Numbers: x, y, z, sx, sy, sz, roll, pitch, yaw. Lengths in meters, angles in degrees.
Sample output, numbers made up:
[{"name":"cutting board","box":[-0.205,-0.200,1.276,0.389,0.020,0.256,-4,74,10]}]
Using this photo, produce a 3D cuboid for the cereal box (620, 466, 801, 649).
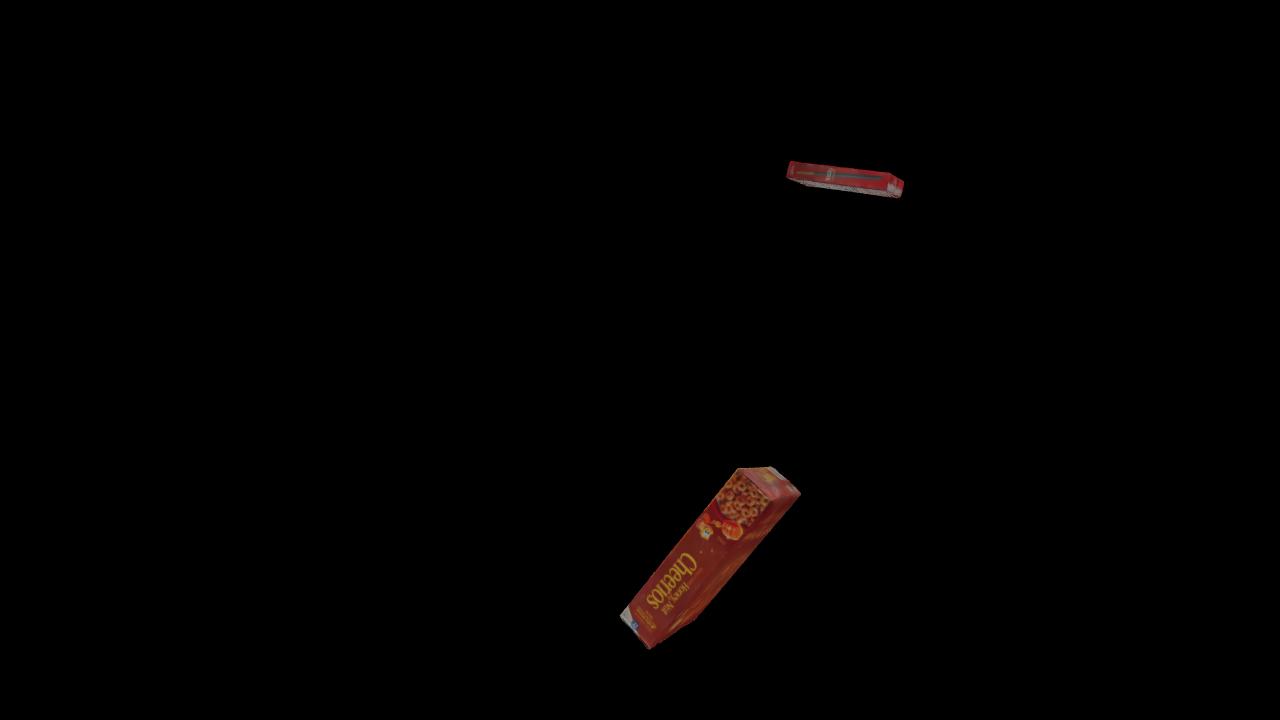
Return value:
[{"name":"cereal box","box":[0.119,0.310,0.996,0.081,0.306,0.203,42,12,26]}]

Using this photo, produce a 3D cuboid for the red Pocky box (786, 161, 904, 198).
[{"name":"red Pocky box","box":[0.306,-0.271,0.922,0.155,0.028,0.083,19,17,32]}]
